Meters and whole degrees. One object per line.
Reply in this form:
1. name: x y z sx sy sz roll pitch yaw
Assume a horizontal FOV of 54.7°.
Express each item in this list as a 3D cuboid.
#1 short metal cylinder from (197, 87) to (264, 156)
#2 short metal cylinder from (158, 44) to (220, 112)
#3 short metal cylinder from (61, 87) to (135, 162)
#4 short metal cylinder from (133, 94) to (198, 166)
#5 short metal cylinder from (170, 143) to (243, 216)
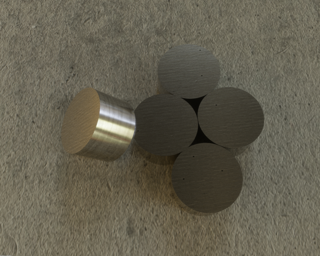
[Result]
1. short metal cylinder: 0.086 -0.006 0.399 0.081 0.050 0.080 0 70 0
2. short metal cylinder: 0.037 -0.065 0.420 0.081 0.050 0.080 0 70 0
3. short metal cylinder: -0.076 -0.003 0.375 0.080 0.050 0.080 -20 61 40
4. short metal cylinder: 0.005 0.003 0.395 0.081 0.050 0.080 0 70 0
5. short metal cylinder: 0.053 0.063 0.373 0.081 0.050 0.080 0 70 0
